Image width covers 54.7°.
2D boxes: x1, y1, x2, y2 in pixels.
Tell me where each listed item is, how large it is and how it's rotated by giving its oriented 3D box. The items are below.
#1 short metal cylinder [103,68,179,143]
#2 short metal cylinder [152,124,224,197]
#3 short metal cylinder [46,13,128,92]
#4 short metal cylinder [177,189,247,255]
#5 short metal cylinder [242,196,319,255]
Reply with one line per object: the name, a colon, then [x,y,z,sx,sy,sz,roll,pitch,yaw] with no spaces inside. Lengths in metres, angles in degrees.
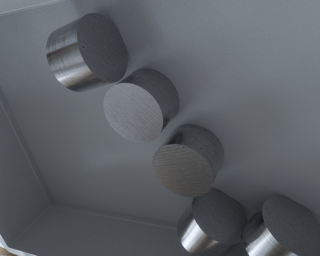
short metal cylinder: [-0.022,-0.028,0.387,0.080,0.050,0.079,13,124,21]
short metal cylinder: [0.037,0.042,0.399,0.080,0.050,0.079,13,124,21]
short metal cylinder: [-0.083,-0.086,0.364,0.050,0.080,0.080,-11,113,33]
short metal cylinder: [0.070,0.131,0.417,0.080,0.080,0.050,32,129,8]
short metal cylinder: [0.149,0.131,0.376,0.080,0.080,0.050,29,128,9]
